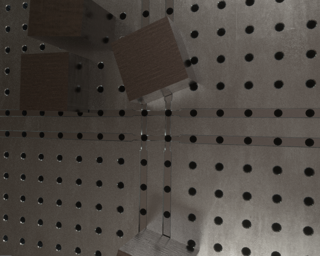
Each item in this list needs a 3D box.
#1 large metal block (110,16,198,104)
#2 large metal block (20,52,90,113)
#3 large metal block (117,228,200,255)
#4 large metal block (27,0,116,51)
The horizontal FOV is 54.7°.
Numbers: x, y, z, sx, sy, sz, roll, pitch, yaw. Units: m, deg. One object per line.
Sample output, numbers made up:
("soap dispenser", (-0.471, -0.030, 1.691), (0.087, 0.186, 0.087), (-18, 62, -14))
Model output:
("large metal block", (-0.006, -0.083, 0.401), (0.080, 0.050, 0.080), (-20, 84, 18))
("large metal block", (-0.153, -0.064, 0.452), (0.080, 0.050, 0.079), (2, 91, 19))
("large metal block", (-0.004, 0.174, 0.384), (0.080, 0.080, 0.050), (17, 96, 19))
("large metal block", (-0.117, -0.140, 0.423), (0.080, 0.080, 0.050), (6, 92, 19))
